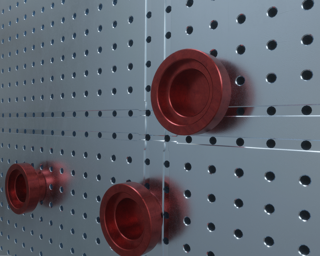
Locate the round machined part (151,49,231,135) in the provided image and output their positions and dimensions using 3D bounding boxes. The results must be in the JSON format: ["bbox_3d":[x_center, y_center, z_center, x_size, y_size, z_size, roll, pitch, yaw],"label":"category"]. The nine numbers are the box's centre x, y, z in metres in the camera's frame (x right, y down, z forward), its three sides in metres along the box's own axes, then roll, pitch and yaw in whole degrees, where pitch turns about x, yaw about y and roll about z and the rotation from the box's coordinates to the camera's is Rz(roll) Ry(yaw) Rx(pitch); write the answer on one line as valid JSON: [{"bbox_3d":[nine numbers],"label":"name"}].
[{"bbox_3d":[0.039,-0.040,0.364,0.098,0.042,0.097,0,90,39],"label":"round machined part"}]

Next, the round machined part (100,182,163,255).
[{"bbox_3d":[-0.035,0.122,0.425,0.098,0.042,0.097,0,90,39],"label":"round machined part"}]

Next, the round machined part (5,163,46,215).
[{"bbox_3d":[-0.262,0.117,0.610,0.098,0.042,0.097,0,90,39],"label":"round machined part"}]
